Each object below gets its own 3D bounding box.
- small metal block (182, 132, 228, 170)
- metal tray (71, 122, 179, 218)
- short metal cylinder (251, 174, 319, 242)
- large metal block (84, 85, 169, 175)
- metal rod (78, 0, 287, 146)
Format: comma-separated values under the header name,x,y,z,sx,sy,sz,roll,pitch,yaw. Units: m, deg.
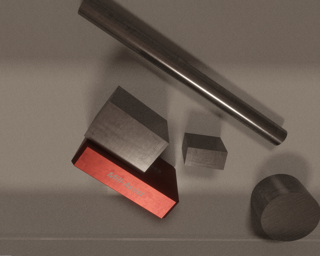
name,x,y,z,sx,sy,sz,roll,pitch,yaw
small metal block,0.057,0.030,0.410,0.050,0.050,0.025,8,110,-3
metal tray,-0.038,0.048,0.393,0.130,0.090,0.030,34,107,-12
short metal cylinder,0.177,0.113,0.442,0.081,0.050,0.079,0,110,-1
large metal block,-0.037,-0.001,0.381,0.080,0.080,0.050,36,106,-13
metal rod,0.037,-0.065,0.387,0.301,0.025,0.025,32,107,-12
